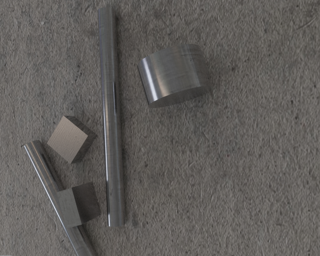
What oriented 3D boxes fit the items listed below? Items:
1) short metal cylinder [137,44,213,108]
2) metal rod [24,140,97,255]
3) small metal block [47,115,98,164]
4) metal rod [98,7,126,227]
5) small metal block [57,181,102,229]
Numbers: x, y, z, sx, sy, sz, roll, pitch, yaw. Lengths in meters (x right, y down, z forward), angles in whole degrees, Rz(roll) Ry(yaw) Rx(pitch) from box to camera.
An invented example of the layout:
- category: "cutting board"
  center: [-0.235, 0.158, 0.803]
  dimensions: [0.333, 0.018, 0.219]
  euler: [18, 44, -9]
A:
- category: "short metal cylinder"
  center: [0.018, -0.060, 0.373]
  dimensions: [0.080, 0.080, 0.050]
  euler: [-18, 84, 19]
- category: "metal rod"
  center: [-0.124, 0.152, 0.452]
  dimensions: [0.025, 0.025, 0.299]
  euler: [-33, 79, 17]
- category: "small metal block"
  center: [-0.129, 0.017, 0.454]
  dimensions: [0.050, 0.025, 0.050]
  euler: [37, 102, 16]
- category: "metal rod"
  center: [-0.068, -0.016, 0.432]
  dimensions: [0.025, 0.025, 0.298]
  euler: [-3, 89, 20]
- category: "small metal block"
  center: [-0.112, 0.107, 0.435]
  dimensions: [0.025, 0.050, 0.050]
  euler: [-19, 84, 19]
